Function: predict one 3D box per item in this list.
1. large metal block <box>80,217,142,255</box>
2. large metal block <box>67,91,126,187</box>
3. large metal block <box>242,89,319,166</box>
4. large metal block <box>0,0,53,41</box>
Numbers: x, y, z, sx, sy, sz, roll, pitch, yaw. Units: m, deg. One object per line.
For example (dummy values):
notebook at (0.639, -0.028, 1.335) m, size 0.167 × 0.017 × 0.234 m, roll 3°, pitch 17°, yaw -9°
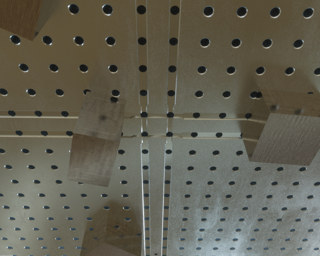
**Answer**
large metal block at (-0.091, 0.221, 0.582) m, size 0.080 × 0.050 × 0.080 m, roll 34°, pitch 122°, yaw -25°
large metal block at (-0.078, 0.014, 0.386) m, size 0.050 × 0.080 × 0.079 m, roll 12°, pitch 129°, yaw -10°
large metal block at (0.160, 0.000, 0.397) m, size 0.080 × 0.050 × 0.080 m, roll 5°, pitch 130°, yaw -4°
large metal block at (-0.138, -0.138, 0.276) m, size 0.080 × 0.050 × 0.080 m, roll 21°, pitch 127°, yaw -17°
